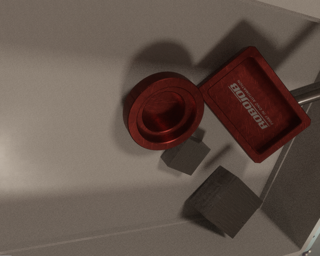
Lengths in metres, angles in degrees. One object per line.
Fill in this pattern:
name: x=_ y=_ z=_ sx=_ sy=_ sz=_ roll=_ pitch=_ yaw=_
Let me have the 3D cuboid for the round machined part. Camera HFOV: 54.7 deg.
round machined part: x=0.001 y=-0.024 z=0.382 sx=0.099 sy=0.042 sz=0.097 roll=-12 pitch=124 yaw=-18

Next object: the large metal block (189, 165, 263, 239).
large metal block: x=0.111 y=0.123 z=0.517 sx=0.080 sy=0.050 sz=0.080 roll=-49 pitch=120 yaw=-4

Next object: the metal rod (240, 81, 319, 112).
metal rod: x=0.236 y=-0.058 z=0.417 sx=0.301 sy=0.025 sz=0.025 roll=-19 pitch=132 yaw=17

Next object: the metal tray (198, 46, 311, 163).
metal tray: x=0.121 y=-0.030 z=0.408 sx=0.090 sy=0.030 sz=0.130 roll=-40 pitch=99 yaw=6

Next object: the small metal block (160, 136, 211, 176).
small metal block: x=0.038 y=0.037 z=0.454 sx=0.050 sy=0.025 sz=0.050 roll=27 pitch=104 yaw=-38
